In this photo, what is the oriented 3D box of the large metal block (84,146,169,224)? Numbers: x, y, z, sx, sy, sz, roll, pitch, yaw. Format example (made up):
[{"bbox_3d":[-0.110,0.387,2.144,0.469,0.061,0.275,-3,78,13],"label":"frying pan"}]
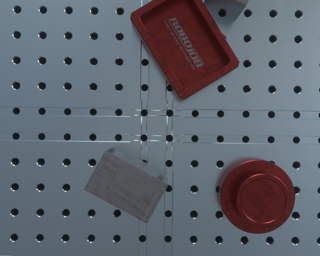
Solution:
[{"bbox_3d":[-0.038,0.066,0.385,0.080,0.080,0.050,29,90,0],"label":"large metal block"}]

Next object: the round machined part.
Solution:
[{"bbox_3d":[0.129,0.090,0.406,0.099,0.042,0.097,0,90,0],"label":"round machined part"}]

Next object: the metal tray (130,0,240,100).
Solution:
[{"bbox_3d":[0.032,-0.113,0.410,0.090,0.030,0.130,-32,90,0],"label":"metal tray"}]

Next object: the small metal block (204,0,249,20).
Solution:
[{"bbox_3d":[0.088,-0.171,0.401,0.050,0.050,0.025,26,90,0],"label":"small metal block"}]
